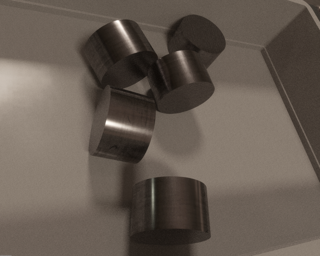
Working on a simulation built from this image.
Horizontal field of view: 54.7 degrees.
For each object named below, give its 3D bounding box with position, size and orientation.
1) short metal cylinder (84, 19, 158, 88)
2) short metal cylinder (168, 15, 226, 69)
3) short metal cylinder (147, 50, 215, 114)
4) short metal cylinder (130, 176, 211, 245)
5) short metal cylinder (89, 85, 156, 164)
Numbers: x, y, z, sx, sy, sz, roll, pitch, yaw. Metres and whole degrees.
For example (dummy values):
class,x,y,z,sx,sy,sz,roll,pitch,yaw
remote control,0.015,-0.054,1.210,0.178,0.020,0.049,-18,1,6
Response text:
class,x,y,z,sx,sy,sz,roll,pitch,yaw
short metal cylinder,-0.050,-0.093,0.401,0.081,0.080,0.050,-19,72,-36
short metal cylinder,0.060,-0.137,0.508,0.081,0.050,0.080,14,56,-21
short metal cylinder,0.028,-0.061,0.424,0.081,0.080,0.050,-5,65,-31
short metal cylinder,0.010,0.089,0.323,0.081,0.080,0.050,13,56,-22
short metal cylinder,-0.044,-0.003,0.350,0.050,0.080,0.080,14,56,-21
